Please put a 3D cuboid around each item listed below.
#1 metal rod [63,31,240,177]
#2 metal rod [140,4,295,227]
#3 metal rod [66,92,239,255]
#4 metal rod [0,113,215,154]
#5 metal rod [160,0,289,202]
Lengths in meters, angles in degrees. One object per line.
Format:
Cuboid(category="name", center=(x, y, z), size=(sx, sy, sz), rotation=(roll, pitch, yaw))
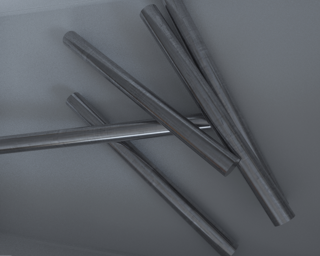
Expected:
Cuboid(category="metal rod", center=(-0.027, -0.044, 0.394), size=(0.300, 0.025, 0.025), rotation=(40, 103, 25))
Cuboid(category="metal rod", center=(0.059, -0.026, 0.366), size=(0.025, 0.025, 0.299), rotation=(-35, 76, 16))
Cuboid(category="metal rod", center=(-0.020, 0.055, 0.416), size=(0.300, 0.025, 0.025), rotation=(42, 103, 14))
Cuboid(category="metal rod", center=(-0.079, 0.008, 0.408), size=(0.301, 0.025, 0.025), rotation=(-6, 88, 8))
Cuboid(category="metal rod", center=(0.075, -0.041, 0.383), size=(0.025, 0.025, 0.299), rotation=(-28, 81, 17))
